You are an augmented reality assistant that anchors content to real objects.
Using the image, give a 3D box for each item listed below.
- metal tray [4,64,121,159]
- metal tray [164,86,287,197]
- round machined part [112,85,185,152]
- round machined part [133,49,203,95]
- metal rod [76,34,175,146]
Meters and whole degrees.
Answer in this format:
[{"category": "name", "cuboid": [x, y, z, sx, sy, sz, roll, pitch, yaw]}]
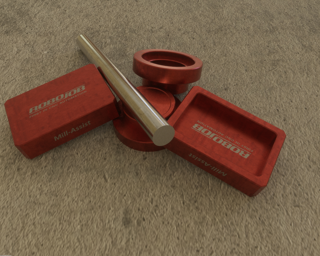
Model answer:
[{"category": "metal tray", "cuboid": [-0.129, -0.026, 0.408, 0.131, 0.030, 0.090, -27, 52, -11]}, {"category": "metal tray", "cuboid": [0.076, 0.012, 0.378, 0.130, 0.030, 0.090, 30, 55, 10]}, {"category": "round machined part", "cuboid": [-0.014, -0.020, 0.411, 0.099, 0.042, 0.098, 0, 50, 0]}, {"category": "round machined part", "cuboid": [0.010, -0.080, 0.447, 0.099, 0.042, 0.098, 6, 28, -3]}, {"category": "metal rod", "cuboid": [-0.063, -0.070, 0.420, 0.025, 0.025, 0.300, -22, 40, -17]}]
